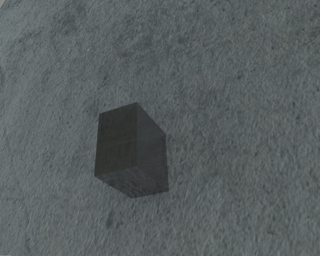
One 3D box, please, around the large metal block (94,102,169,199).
[{"bbox_3d":[-0.031,0.029,0.368,0.050,0.080,0.080,-16,55,20],"label":"large metal block"}]
